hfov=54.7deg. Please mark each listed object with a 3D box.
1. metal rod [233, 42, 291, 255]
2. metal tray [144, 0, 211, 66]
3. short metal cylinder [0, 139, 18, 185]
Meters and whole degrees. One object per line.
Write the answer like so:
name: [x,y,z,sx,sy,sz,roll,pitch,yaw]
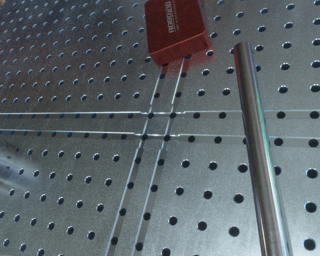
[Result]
metal rod: [0.108,0.022,0.338,0.025,0.025,0.299,-12,56,21]
metal tray: [0.025,-0.168,0.496,0.090,0.030,0.130,-18,55,18]
short metal cylinder: [-0.284,0.053,0.509,0.080,0.050,0.080,-13,56,21]
